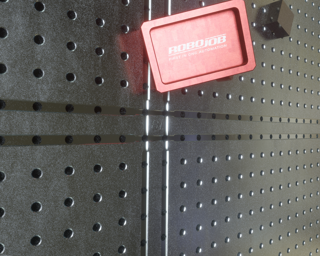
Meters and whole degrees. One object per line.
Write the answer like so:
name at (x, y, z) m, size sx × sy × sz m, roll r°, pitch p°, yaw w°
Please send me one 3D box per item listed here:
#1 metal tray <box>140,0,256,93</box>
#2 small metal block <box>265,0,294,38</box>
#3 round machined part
metal tray at (0.049, -0.104, 0.398) m, size 0.131 × 0.030 × 0.089 m, roll -14°, pitch 102°, yaw 1°
small metal block at (0.237, -0.214, 0.611) m, size 0.050 × 0.025 × 0.050 m, roll 29°, pitch 72°, yaw -37°
round machined part at (0.102, -0.119, 0.459) m, size 0.098 × 0.042 × 0.097 m, roll -5°, pitch 90°, yaw -69°
